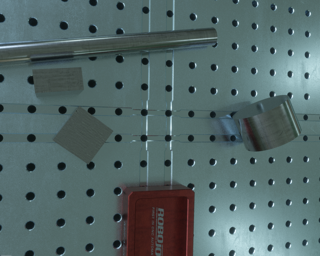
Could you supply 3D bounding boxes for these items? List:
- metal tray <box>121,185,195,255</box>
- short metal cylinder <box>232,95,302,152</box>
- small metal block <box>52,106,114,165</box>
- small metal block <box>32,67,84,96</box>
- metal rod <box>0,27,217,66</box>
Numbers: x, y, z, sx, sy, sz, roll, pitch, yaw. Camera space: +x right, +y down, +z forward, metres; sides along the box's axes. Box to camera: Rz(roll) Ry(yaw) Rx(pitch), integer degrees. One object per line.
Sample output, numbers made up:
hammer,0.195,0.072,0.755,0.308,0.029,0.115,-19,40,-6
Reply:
metal tray,-0.003,0.144,0.408,0.091,0.030,0.129,2,90,-20
short metal cylinder,0.150,-0.007,0.439,0.081,0.080,0.050,-28,100,-18
small metal block,-0.094,0.009,0.378,0.050,0.025,0.050,38,78,-16
small metal block,-0.117,-0.052,0.356,0.050,0.050,0.025,-7,93,-20
metal rod,-0.065,-0.104,0.388,0.302,0.025,0.025,-11,94,-20
